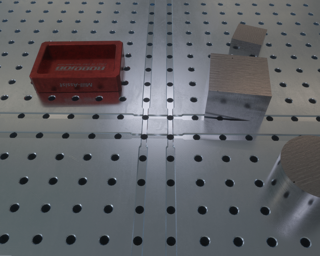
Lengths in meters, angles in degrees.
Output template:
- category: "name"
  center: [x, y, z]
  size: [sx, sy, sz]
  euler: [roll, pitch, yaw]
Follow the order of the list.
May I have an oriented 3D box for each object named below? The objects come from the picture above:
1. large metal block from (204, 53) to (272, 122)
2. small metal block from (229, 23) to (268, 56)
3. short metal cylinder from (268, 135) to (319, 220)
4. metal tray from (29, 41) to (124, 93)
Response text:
- category: "large metal block"
  center: [0.108, -0.059, 0.441]
  size: [0.080, 0.050, 0.080]
  euler: [6, 50, 5]
- category: "small metal block"
  center: [0.153, -0.152, 0.537]
  size: [0.050, 0.025, 0.050]
  euler: [18, 52, 14]
- category: "short metal cylinder"
  center: [0.169, 0.055, 0.346]
  size: [0.080, 0.050, 0.080]
  euler: [0, 50, 0]
- category: "metal tray"
  center: [-0.124, -0.098, 0.485]
  size: [0.131, 0.030, 0.090]
  euler: [-1, 50, -1]
